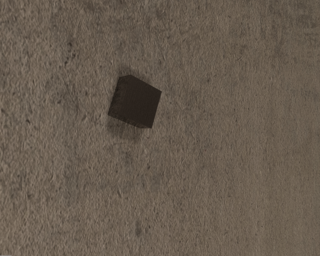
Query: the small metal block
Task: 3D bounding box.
[{"bbox_3d":[-0.030,-0.031,0.381,0.050,0.025,0.050,24,75,-38],"label":"small metal block"}]
